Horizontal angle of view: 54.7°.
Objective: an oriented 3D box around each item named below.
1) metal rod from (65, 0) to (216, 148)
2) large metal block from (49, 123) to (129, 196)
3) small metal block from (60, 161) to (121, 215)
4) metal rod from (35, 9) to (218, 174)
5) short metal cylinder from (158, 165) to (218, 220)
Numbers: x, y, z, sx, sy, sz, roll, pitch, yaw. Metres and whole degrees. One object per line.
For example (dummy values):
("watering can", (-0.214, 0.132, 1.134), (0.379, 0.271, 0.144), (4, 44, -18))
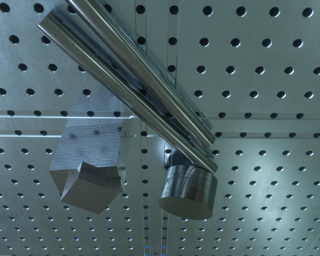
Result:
("metal rod", (-0.025, -0.073, 0.349), (0.025, 0.025, 0.300), (-30, 124, 23))
("large metal block", (-0.088, 0.040, 0.409), (0.080, 0.080, 0.050), (-4, 130, 3))
("small metal block", (-0.082, 0.072, 0.367), (0.050, 0.025, 0.050), (27, 125, -21))
("metal rod", (-0.021, -0.025, 0.390), (0.025, 0.025, 0.300), (-33, 123, 25))
("short metal cylinder", (0.042, 0.097, 0.462), (0.080, 0.050, 0.080), (12, 146, 8))
